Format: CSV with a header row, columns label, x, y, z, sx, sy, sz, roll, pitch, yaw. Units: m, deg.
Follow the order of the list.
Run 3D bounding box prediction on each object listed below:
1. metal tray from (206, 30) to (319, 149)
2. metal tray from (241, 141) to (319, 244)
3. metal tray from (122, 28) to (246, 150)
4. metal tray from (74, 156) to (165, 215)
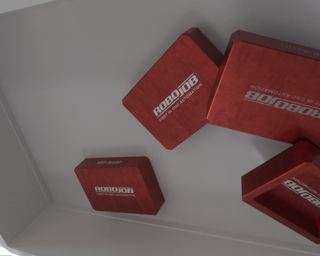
label,x,y,z,sx,sy,sz,roll,pitch,yaw
metal tray,0.120,-0.033,0.298,0.131,0.030,0.089,14,126,-1
metal tray,0.167,0.076,0.338,0.130,0.030,0.090,32,131,-17
metal tray,0.025,-0.040,0.367,0.090,0.030,0.129,46,129,-4
metal tray,-0.066,0.092,0.498,0.130,0.030,0.090,-5,116,30
